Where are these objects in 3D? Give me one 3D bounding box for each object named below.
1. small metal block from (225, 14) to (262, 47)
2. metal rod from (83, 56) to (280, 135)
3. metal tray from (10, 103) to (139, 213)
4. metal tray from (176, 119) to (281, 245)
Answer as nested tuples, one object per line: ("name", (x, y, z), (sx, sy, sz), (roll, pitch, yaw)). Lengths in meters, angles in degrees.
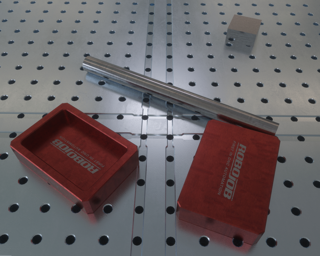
("small metal block", (0.150, -0.176, 0.556), (0.050, 0.025, 0.050), (17, 52, 14))
("metal rod", (0.018, -0.049, 0.448), (0.301, 0.025, 0.025), (22, 54, 17))
("metal tray", (-0.102, 0.030, 0.377), (0.130, 0.030, 0.090), (30, 56, 22))
("metal tray", (0.082, 0.055, 0.359), (0.090, 0.030, 0.130), (17, 52, 13))
